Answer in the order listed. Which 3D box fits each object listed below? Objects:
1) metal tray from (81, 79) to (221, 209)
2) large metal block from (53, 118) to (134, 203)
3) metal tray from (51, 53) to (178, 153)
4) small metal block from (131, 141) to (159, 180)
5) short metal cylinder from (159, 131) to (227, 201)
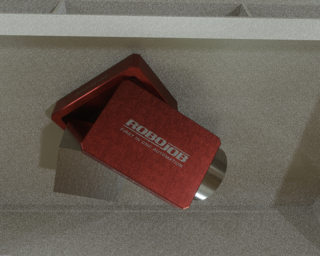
[{"bbox_3d":[-0.008,0.019,0.342,0.130,0.090,0.030,32,162,-8],"label":"metal tray"},{"bbox_3d":[-0.081,0.042,0.383,0.081,0.050,0.079,13,129,-11],"label":"large metal block"},{"bbox_3d":[-0.055,-0.022,0.384,0.130,0.030,0.090,-27,126,21],"label":"metal tray"},{"bbox_3d":[-0.026,0.048,0.448,0.050,0.025,0.050,-23,127,18],"label":"small metal block"},{"bbox_3d":[0.042,0.050,0.415,0.050,0.080,0.080,32,123,-25],"label":"short metal cylinder"}]
